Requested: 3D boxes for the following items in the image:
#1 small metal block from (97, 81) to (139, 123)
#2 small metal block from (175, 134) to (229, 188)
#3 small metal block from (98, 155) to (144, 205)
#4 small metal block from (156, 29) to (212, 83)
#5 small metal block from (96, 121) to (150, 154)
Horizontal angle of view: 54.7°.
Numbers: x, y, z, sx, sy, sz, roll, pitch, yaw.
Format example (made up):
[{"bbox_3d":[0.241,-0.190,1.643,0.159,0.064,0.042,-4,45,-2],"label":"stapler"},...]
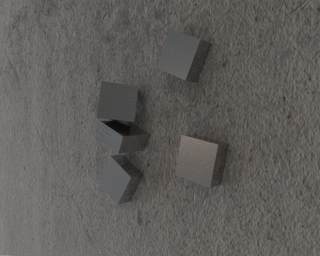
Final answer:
[{"bbox_3d":[-0.059,-0.035,0.431,0.025,0.050,0.050,172,105,-79],"label":"small metal block"},{"bbox_3d":[0.049,0.037,0.365,0.050,0.025,0.050,15,100,39],"label":"small metal block"},{"bbox_3d":[-0.058,0.075,0.453,0.050,0.025,0.050,40,114,32],"label":"small metal block"},{"bbox_3d":[0.029,-0.089,0.381,0.050,0.025,0.050,31,109,35],"label":"small metal block"},{"bbox_3d":[-0.051,0.011,0.431,0.050,0.050,0.025,30,111,36],"label":"small metal block"}]
